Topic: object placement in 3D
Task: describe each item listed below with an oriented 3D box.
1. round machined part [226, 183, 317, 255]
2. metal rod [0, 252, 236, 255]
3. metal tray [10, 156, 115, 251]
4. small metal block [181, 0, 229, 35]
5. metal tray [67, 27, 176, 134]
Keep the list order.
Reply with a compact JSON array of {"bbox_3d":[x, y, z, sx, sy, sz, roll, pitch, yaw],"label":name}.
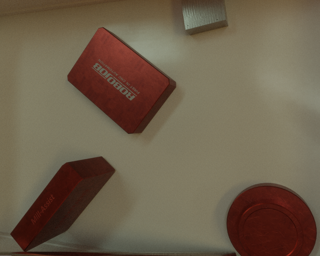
[{"bbox_3d":[0.126,0.115,0.357,0.098,0.042,0.097,0,90,19],"label":"round machined part"},{"bbox_3d":[-0.059,0.164,0.377,0.302,0.025,0.025,0,90,-1],"label":"metal rod"},{"bbox_3d":[-0.128,0.099,0.419,0.030,0.090,0.130,43,103,15],"label":"metal tray"},{"bbox_3d":[0.056,-0.150,0.390,0.050,0.025,0.050,-9,87,19],"label":"small metal block"},{"bbox_3d":[-0.055,-0.065,0.426,0.130,0.030,0.090,40,102,15],"label":"metal tray"}]
